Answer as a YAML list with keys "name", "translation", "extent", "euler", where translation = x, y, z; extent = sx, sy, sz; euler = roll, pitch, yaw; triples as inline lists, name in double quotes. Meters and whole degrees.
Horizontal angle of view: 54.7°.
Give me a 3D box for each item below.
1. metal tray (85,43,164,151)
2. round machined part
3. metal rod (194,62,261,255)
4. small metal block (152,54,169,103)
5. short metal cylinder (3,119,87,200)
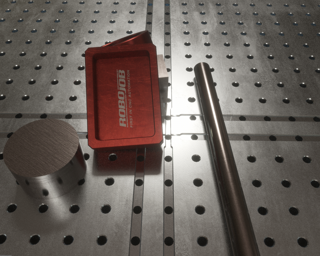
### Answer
- name: "metal tray"
  translation: [-0.045, -0.039, 0.394]
  extent: [0.091, 0.030, 0.129]
  euler: [-4, 80, 0]
- name: "round machined part"
  translation: [-0.056, -0.110, 0.469]
  extent: [0.098, 0.042, 0.098]
  euler: [-18, 21, 8]
- name: "metal rod"
  translation: [0.076, 0.021, 0.390]
  extent: [0.025, 0.025, 0.300]
  euler: [-3, 50, -3]
- name: "small metal block"
  translation: [-0.005, -0.071, 0.451]
  extent: [0.025, 0.050, 0.050]
  euler: [-7, 51, -6]
- name: "short metal cylinder"
  translation: [-0.130, 0.035, 0.360]
  extent: [0.081, 0.050, 0.080]
  euler: [0, 50, 0]
